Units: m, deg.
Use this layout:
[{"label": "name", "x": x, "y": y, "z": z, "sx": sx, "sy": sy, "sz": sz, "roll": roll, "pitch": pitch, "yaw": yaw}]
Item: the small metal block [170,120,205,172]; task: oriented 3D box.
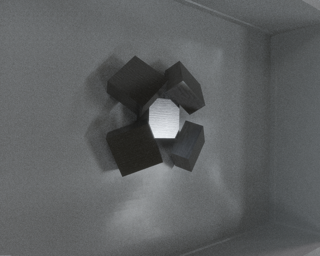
[{"label": "small metal block", "x": 0.039, "y": 0.026, "z": 0.422, "sx": 0.050, "sy": 0.025, "sz": 0.050, "roll": -63, "pitch": 159, "yaw": -21}]

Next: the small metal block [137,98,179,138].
[{"label": "small metal block", "x": -0.002, "y": -0.012, "z": 0.401, "sx": 0.050, "sy": 0.025, "sz": 0.050, "roll": 2, "pitch": 89, "yaw": -40}]

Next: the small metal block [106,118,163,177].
[{"label": "small metal block", "x": -0.029, "y": 0.023, "z": 0.364, "sx": 0.050, "sy": 0.025, "sz": 0.050, "roll": -20, "pitch": 107, "yaw": 0}]

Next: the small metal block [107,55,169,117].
[{"label": "small metal block", "x": -0.026, "y": -0.049, "z": 0.365, "sx": 0.050, "sy": 0.025, "sz": 0.050, "roll": 37, "pitch": 62, "yaw": 7}]

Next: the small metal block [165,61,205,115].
[{"label": "small metal block", "x": 0.033, "y": -0.054, "z": 0.416, "sx": 0.050, "sy": 0.025, "sz": 0.050, "roll": 42, "pitch": 27, "yaw": -32}]
